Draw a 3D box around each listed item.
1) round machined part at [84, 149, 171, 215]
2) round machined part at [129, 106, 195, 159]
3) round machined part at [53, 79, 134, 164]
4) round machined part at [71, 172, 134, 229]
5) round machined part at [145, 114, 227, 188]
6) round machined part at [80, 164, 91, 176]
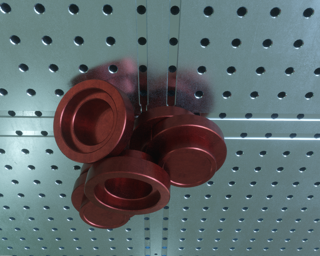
[{"bbox_3d":[-0.036,0.062,0.368,0.098,0.042,0.098,2,138,2],"label":"round machined part"},{"bbox_3d":[0.010,0.023,0.393,0.099,0.042,0.097,0,130,0],"label":"round machined part"},{"bbox_3d":[-0.074,-0.005,0.370,0.098,0.098,0.042,-22,162,17],"label":"round machined part"},{"bbox_3d":[-0.074,0.105,0.433,0.099,0.042,0.097,0,130,0],"label":"round machined part"},{"bbox_3d":[0.031,0.034,0.373,0.099,0.042,0.097,0,130,0],"label":"round machined part"},{"bbox_3d":[-0.067,0.083,0.443,0.099,0.042,0.097,0,130,0],"label":"round machined part"}]
